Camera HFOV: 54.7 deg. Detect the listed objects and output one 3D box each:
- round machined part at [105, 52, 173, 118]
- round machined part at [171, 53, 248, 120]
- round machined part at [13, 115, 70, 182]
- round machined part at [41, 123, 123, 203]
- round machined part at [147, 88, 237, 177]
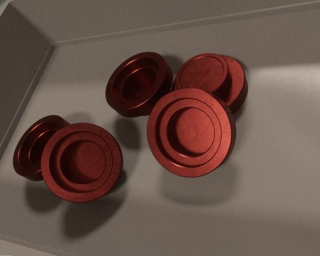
[{"bbox_3d":[-0.025,-0.056,0.438,0.098,0.042,0.098,-16,54,24],"label":"round machined part"},{"bbox_3d":[0.059,-0.057,0.398,0.098,0.042,0.098,-13,56,20],"label":"round machined part"},{"bbox_3d":[-0.162,0.033,0.454,0.098,0.042,0.098,-16,52,23],"label":"round machined part"},{"bbox_3d":[-0.096,0.044,0.397,0.099,0.042,0.097,0,83,-2],"label":"round machined part"},{"bbox_3d":[0.038,0.004,0.353,0.098,0.042,0.097,2,95,25],"label":"round machined part"}]
